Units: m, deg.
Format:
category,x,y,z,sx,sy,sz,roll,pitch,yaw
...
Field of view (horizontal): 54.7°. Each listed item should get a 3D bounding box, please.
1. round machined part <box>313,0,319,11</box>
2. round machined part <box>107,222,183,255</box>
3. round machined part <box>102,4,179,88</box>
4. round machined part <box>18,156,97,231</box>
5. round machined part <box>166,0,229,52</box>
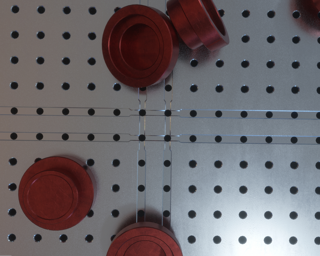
category,x,y,z,sx,sy,sz,roll,pitch,yaw
round machined part,0.246,-0.187,0.408,0.099,0.042,0.097,0,90,-1
round machined part,-0.019,0.171,0.405,0.099,0.042,0.097,0,90,-1
round machined part,-0.021,-0.102,0.391,0.098,0.042,0.097,7,107,25
round machined part,-0.136,0.086,0.403,0.099,0.042,0.097,0,90,-1
round machined part,0.044,-0.137,0.383,0.042,0.098,0.098,-26,90,26
